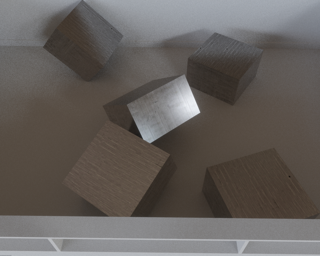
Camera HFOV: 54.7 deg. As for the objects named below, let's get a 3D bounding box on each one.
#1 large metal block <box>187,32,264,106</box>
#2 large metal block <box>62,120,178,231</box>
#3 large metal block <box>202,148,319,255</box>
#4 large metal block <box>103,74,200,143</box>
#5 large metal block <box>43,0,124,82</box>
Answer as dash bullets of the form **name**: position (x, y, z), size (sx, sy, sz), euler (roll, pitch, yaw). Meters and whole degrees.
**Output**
- **large metal block**: position (0.096, -0.091, 0.465), size (0.080, 0.050, 0.080), euler (28, 55, 21)
- **large metal block**: position (-0.040, 0.050, 0.331), size (0.080, 0.050, 0.080), euler (28, 75, 21)
- **large metal block**: position (0.100, 0.076, 0.325), size (0.081, 0.050, 0.080), euler (-14, 52, -12)
- **large metal block**: position (-0.013, -0.023, 0.383), size (0.081, 0.050, 0.080), euler (-31, 17, -24)
- **large metal block**: position (-0.114, -0.132, 0.473), size (0.080, 0.050, 0.080), euler (38, 49, -21)
